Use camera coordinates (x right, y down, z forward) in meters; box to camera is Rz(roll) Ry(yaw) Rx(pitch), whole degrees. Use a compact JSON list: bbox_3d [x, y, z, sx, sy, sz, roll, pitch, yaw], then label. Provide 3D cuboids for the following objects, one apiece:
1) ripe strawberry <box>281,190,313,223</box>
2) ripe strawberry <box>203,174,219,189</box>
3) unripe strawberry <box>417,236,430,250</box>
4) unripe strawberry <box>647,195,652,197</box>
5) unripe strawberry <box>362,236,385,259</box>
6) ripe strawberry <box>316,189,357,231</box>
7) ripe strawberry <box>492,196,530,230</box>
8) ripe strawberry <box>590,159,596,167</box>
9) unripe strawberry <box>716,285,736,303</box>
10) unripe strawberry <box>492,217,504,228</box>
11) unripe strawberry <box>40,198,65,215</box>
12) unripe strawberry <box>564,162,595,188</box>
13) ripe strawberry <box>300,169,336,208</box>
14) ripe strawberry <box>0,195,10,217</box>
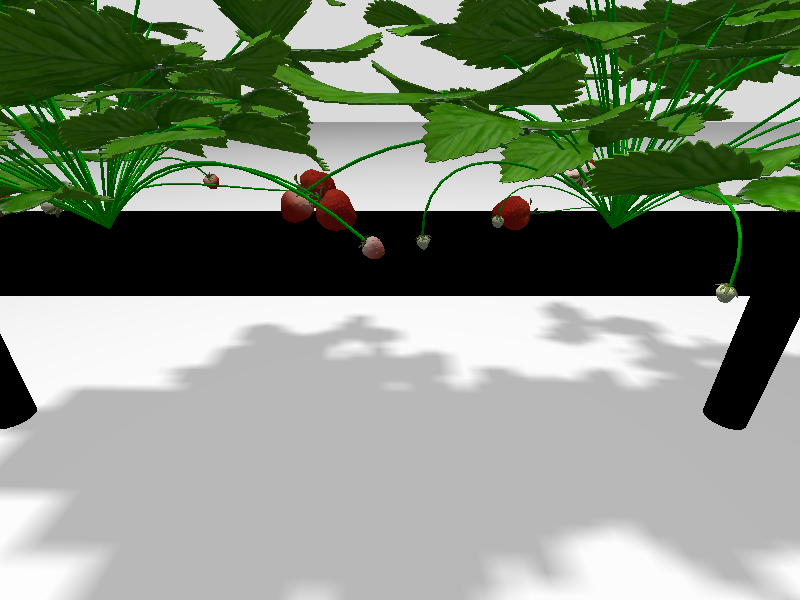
[{"bbox_3d":[-0.098,-0.086,0.374,0.030,0.031,0.029,37,23,-12],"label":"ripe strawberry"},{"bbox_3d":[-0.248,-0.155,0.528,0.019,0.020,0.020,2,-21,3],"label":"ripe strawberry"},{"bbox_3d":[0.017,-0.042,0.294,0.010,0.010,0.011,-9,27,-19],"label":"unripe strawberry"},{"bbox_3d":[0.284,-0.122,0.454,0.011,0.011,0.011,20,32,35],"label":"unripe strawberry"},{"bbox_3d":[-0.018,-0.035,0.278,0.016,0.016,0.014,37,32,1],"label":"unripe strawberry"},{"bbox_3d":[-0.055,-0.077,0.351,0.035,0.035,0.033,32,22,-14],"label":"ripe strawberry"},{"bbox_3d":[0.095,-0.075,0.344,0.030,0.029,0.033,-2,26,-4],"label":"ripe strawberry"},{"bbox_3d":[0.256,-0.184,0.563,0.033,0.038,0.036,7,26,14],"label":"ripe strawberry"},{"bbox_3d":[0.174,-0.003,0.215,0.009,0.010,0.010,3,26,5],"label":"unripe strawberry"},{"bbox_3d":[0.082,-0.065,0.336,0.010,0.010,0.009,-4,26,-9],"label":"unripe strawberry"},{"bbox_3d":[-0.348,-0.095,0.400,0.019,0.017,0.019,14,29,27],"label":"unripe strawberry"},{"bbox_3d":[0.235,-0.164,0.524,0.040,0.034,0.040,6,26,12],"label":"unripe strawberry"},{"bbox_3d":[-0.086,-0.117,0.422,0.038,0.040,0.035,-11,28,-23],"label":"ripe strawberry"},{"bbox_3d":[-0.394,-0.093,0.381,0.031,0.031,0.035,6,26,13],"label":"ripe strawberry"}]
